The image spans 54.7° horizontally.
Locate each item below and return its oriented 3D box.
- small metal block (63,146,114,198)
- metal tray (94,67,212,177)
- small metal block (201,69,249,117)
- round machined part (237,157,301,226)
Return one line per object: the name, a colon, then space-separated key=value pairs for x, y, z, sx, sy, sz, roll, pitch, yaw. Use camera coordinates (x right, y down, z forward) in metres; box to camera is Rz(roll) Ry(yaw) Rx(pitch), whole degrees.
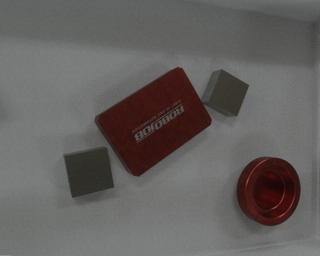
small metal block: x=-0.087 y=0.052 z=0.379 sx=0.050 sy=0.025 sz=0.050 roll=-11 pitch=94 yaw=-20
metal tray: x=-0.006 y=-0.010 z=0.407 sx=0.131 sy=0.030 sz=0.090 roll=-34 pitch=102 yaw=-17
small metal block: x=0.093 y=-0.049 z=0.446 sx=0.050 sy=0.025 sz=0.050 roll=26 pitch=81 yaw=-19
round machined part: x=0.156 y=0.091 z=0.461 sx=0.099 sy=0.042 sz=0.097 roll=0 pitch=90 yaw=-21
